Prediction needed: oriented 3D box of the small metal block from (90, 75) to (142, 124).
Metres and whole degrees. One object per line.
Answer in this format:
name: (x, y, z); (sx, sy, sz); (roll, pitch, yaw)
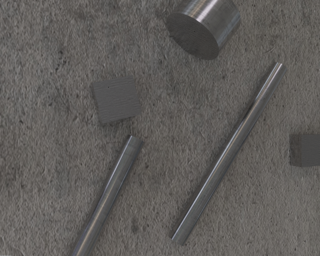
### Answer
small metal block: (-0.056, -0.036, 0.388); (0.050, 0.025, 0.050); (-15, 95, -20)

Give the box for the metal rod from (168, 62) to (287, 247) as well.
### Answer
metal rod: (0.102, 0.030, 0.446); (0.025, 0.025, 0.300); (37, 78, -17)

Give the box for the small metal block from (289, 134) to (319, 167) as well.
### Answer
small metal block: (0.237, 0.035, 0.496); (0.050, 0.025, 0.050); (-1, 90, -20)

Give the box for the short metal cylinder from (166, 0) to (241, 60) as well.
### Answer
short metal cylinder: (0.056, -0.134, 0.400); (0.080, 0.080, 0.050); (40, 77, -16)

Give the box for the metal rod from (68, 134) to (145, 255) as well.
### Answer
metal rod: (-0.094, 0.147, 0.374); (0.025, 0.025, 0.299); (28, 81, -18)
